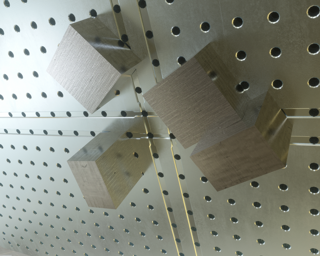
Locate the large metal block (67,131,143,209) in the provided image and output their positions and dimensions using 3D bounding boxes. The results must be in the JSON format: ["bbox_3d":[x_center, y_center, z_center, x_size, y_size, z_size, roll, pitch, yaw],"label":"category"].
[{"bbox_3d":[-0.076,0.059,0.453,0.050,0.080,0.080,-4,117,30],"label":"large metal block"}]

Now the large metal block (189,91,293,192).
[{"bbox_3d":[0.090,0.014,0.337,0.080,0.080,0.050,-32,101,38],"label":"large metal block"}]

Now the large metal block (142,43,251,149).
[{"bbox_3d":[0.042,-0.034,0.352,0.080,0.050,0.080,-32,100,38],"label":"large metal block"}]

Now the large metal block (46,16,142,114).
[{"bbox_3d":[-0.084,-0.078,0.392,0.080,0.050,0.080,44,129,-3],"label":"large metal block"}]
